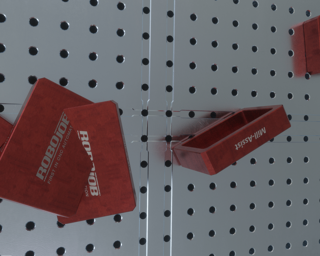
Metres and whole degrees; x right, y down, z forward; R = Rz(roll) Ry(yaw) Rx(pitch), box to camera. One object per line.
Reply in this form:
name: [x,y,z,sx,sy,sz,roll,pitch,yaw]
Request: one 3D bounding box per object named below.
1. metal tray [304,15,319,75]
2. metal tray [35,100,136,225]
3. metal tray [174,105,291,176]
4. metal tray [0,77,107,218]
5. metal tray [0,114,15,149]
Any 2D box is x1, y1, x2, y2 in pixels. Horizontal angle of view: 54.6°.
metal tray: [0.306,-0.139,0.521,0.131,0.030,0.090,-6,92,-20]
metal tray: [-0.083,0.038,0.362,0.090,0.030,0.129,-11,97,-2]
metal tray: [0.093,0.012,0.411,0.131,0.090,0.030,-28,100,-18]
metal tray: [-0.118,0.022,0.340,0.090,0.030,0.130,28,64,-28]
metal tray: [-0.231,0.024,0.325,0.090,0.030,0.130,40,77,-16]
